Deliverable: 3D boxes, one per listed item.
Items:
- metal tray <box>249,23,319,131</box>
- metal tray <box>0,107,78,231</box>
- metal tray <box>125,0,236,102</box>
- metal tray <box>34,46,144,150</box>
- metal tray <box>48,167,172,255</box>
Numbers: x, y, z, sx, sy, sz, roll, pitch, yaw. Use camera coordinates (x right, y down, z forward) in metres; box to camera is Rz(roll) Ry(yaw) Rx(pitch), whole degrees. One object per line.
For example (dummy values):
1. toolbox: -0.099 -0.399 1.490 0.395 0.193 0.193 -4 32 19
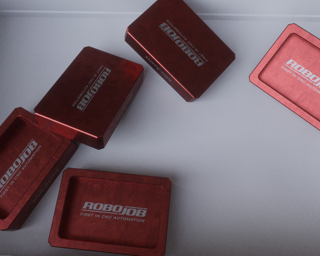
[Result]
1. metal tray: 0.197 -0.064 0.407 0.130 0.030 0.090 39 111 13
2. metal tray: -0.179 0.049 0.386 0.090 0.030 0.130 30 72 10
3. metal tray: 0.028 -0.111 0.426 0.130 0.030 0.090 44 76 -5
4. metal tray: -0.087 -0.044 0.405 0.090 0.030 0.130 21 56 7
5. metal tray: -0.055 0.100 0.369 0.131 0.030 0.090 6 70 1
